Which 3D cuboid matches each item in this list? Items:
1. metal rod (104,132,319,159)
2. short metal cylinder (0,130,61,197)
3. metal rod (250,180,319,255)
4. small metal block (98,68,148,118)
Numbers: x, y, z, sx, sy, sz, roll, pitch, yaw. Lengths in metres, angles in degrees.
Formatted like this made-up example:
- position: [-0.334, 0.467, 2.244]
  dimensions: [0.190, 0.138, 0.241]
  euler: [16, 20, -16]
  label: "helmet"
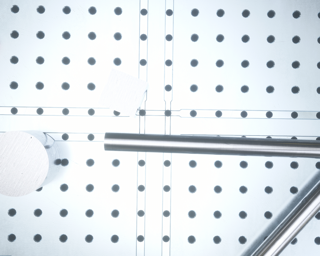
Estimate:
- position: [0.079, 0.024, 0.414]
  dimensions: [0.302, 0.025, 0.025]
  euler: [2, 90, -1]
  label: "metal rod"
- position: [-0.175, 0.043, 0.398]
  dimensions: [0.081, 0.050, 0.079]
  euler: [0, 90, -2]
  label: "short metal cylinder"
- position: [0.195, 0.112, 0.416]
  dimensions: [0.025, 0.025, 0.300]
  euler: [43, 90, -1]
  label: "metal rod"
- position: [-0.048, -0.045, 0.413]
  dimensions: [0.050, 0.025, 0.050]
  euler: [22, 90, -1]
  label: "small metal block"
